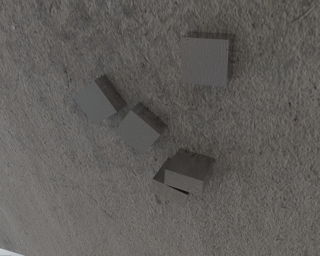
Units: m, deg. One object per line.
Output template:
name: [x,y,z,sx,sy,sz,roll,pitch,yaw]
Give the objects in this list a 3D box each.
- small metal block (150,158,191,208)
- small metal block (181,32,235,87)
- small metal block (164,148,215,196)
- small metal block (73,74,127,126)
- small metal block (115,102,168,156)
small metal block: [0.021,0.074,0.425,0.050,0.050,0.025,23,127,14]
small metal block: [0.051,-0.075,0.334,0.050,0.025,0.050,10,123,22]
small metal block: [0.039,0.056,0.405,0.050,0.050,0.025,15,124,20]
small metal block: [-0.083,-0.038,0.427,0.050,0.025,0.050,-26,104,37]
small metal block: [-0.026,0.001,0.421,0.050,0.025,0.050,41,129,0]
